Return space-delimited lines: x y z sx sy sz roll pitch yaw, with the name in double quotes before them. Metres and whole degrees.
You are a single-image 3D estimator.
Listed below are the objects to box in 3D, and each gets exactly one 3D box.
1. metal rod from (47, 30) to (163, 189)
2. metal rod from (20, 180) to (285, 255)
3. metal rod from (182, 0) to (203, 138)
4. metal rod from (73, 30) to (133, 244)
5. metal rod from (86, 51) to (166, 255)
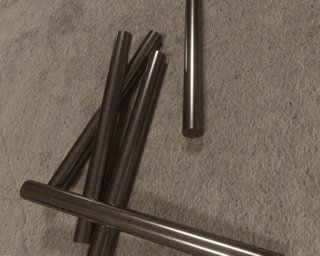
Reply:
"metal rod" -0.080 -0.023 0.458 0.025 0.025 0.300 20 72 35
"metal rod" -0.029 0.101 0.330 0.301 0.025 0.025 10 66 23
"metal rod" 0.048 -0.123 0.452 0.025 0.025 0.299 -10 57 22
"metal rod" -0.073 -0.002 0.420 0.025 0.025 0.299 -3 67 26
"metal rod" -0.038 0.023 0.408 0.025 0.025 0.300 1 62 28
